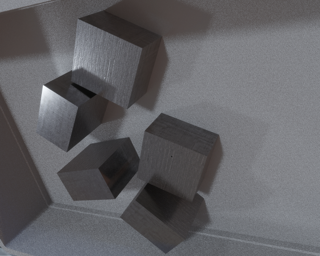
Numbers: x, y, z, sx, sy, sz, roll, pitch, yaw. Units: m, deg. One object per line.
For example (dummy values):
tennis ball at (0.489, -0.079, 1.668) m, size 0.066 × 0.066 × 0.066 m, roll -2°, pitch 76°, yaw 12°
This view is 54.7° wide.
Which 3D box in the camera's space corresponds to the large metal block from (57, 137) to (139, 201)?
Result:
large metal block at (-0.086, 0.060, 0.453) m, size 0.080 × 0.080 × 0.050 m, roll -10°, pitch 113°, yaw 32°

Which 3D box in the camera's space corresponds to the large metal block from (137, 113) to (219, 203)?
large metal block at (0.022, 0.038, 0.403) m, size 0.080 × 0.050 × 0.079 m, roll 22°, pitch 127°, yaw 14°

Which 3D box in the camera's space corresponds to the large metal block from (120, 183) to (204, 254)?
large metal block at (0.005, 0.113, 0.439) m, size 0.080 × 0.080 × 0.050 m, roll 39°, pitch 129°, yaw 2°

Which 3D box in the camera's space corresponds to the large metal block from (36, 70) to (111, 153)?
large metal block at (-0.112, -0.028, 0.413) m, size 0.050 × 0.080 × 0.079 m, roll 32°, pitch 128°, yaw 7°

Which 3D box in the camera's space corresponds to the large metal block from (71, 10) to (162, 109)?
large metal block at (-0.053, -0.082, 0.369) m, size 0.080 × 0.050 × 0.079 m, roll 27°, pitch 128°, yaw 11°
